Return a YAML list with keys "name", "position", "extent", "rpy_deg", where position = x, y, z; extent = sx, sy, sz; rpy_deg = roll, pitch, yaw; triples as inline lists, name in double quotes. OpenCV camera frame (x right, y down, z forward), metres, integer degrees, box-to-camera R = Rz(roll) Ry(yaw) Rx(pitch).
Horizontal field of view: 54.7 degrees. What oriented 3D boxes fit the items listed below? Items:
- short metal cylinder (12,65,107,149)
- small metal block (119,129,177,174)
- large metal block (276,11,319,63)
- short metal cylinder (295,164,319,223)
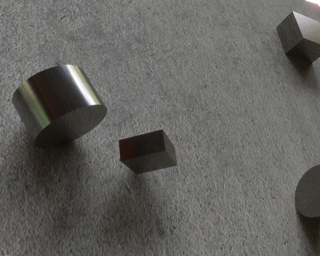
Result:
- name: "short metal cylinder"
  position: [-0.103, -0.021, 0.326]
  extent: [0.081, 0.080, 0.050]
  rpy_deg: [-24, 75, -36]
- name: "small metal block"
  position: [-0.012, 0.029, 0.350]
  extent: [0.050, 0.050, 0.025]
  rpy_deg: [-14, 62, 11]
- name: "large metal block"
  position: [0.311, -0.198, 0.676]
  extent: [0.081, 0.050, 0.080]
  rpy_deg: [10, 58, -23]
- name: "short metal cylinder"
  position: [0.241, 0.098, 0.439]
  extent: [0.050, 0.080, 0.080]
  rpy_deg: [27, 52, -12]
